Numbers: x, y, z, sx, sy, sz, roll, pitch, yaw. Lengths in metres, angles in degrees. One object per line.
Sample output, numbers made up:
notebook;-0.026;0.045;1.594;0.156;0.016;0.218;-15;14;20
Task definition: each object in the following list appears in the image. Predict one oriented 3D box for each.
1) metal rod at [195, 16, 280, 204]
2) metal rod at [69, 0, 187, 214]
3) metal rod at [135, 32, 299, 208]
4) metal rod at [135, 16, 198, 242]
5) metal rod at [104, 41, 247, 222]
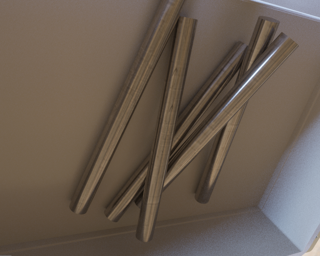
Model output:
metal rod;0.098;-0.004;0.439;0.025;0.025;0.298;-5;127;-26
metal rod;-0.044;-0.020;0.371;0.025;0.025;0.298;15;111;-34
metal rod;0.059;0.006;0.406;0.025;0.025;0.299;21;119;-36
metal rod;0.004;0.015;0.395;0.025;0.025;0.298;0;111;-29
metal rod;0.021;0.011;0.426;0.025;0.025;0.299;31;101;-38
